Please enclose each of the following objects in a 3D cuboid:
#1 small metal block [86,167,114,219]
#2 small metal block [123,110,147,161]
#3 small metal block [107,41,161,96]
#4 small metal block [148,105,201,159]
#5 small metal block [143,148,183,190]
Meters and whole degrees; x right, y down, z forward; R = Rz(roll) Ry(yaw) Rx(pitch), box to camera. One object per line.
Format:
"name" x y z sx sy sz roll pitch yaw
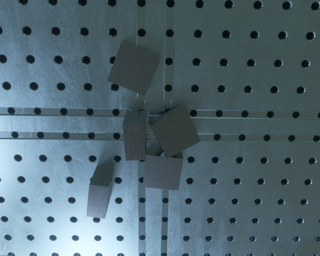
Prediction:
"small metal block" -0.083 0.089 0.432 0.025 0.050 0.050 8 110 -4
"small metal block" -0.032 0.009 0.403 0.025 0.050 0.050 -2 110 0
"small metal block" -0.032 -0.074 0.386 0.050 0.025 0.050 22 109 -8
"small metal block" 0.019 0.004 0.410 0.050 0.025 0.050 -27 108 -5
"small metal block" 0.003 0.057 0.435 0.050 0.025 0.050 6 110 -3
